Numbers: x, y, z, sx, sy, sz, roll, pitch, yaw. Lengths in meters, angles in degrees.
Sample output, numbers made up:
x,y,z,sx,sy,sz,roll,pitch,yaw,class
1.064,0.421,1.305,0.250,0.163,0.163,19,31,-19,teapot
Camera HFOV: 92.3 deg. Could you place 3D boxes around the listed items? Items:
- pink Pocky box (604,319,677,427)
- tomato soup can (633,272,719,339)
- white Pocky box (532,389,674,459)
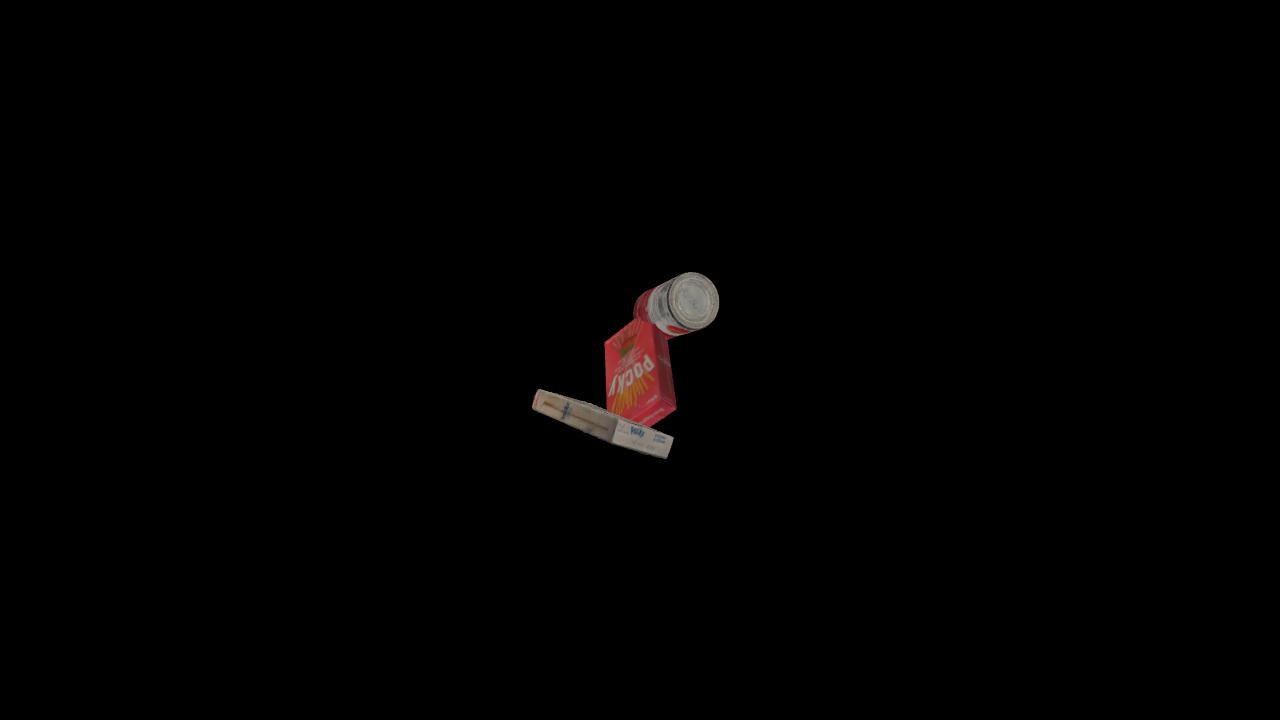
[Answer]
x,y,z,sx,sy,sz,roll,pitch,yaw,class
-0.003,0.015,0.719,0.084,0.155,0.029,-37,-53,28,pink Pocky box
0.042,-0.062,0.728,0.068,0.068,0.101,0,-6,-23,tomato soup can
-0.044,0.068,0.669,0.084,0.028,0.154,21,-4,-41,white Pocky box
